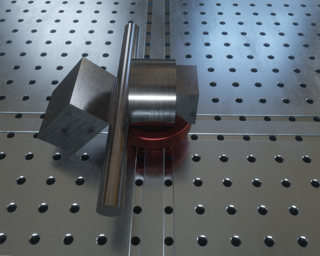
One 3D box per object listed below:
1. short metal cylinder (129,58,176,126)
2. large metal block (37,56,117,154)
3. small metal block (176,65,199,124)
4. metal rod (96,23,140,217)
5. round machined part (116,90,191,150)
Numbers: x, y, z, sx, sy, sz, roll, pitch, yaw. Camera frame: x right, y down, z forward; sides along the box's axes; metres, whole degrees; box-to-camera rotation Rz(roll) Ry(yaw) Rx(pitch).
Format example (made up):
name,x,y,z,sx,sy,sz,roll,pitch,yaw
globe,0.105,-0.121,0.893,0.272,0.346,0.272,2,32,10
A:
name,x,y,z,sx,sy,sz,roll,pitch,yaw
short metal cylinder,-0.008,-0.042,0.368,0.050,0.080,0.080,1,50,0
large metal block,-0.102,-0.027,0.386,0.050,0.080,0.080,30,42,-30
small metal block,0.030,-0.040,0.370,0.025,0.050,0.050,1,50,0
metal rod,-0.045,-0.037,0.384,0.025,0.025,0.300,1,50,0
round machined part,-0.008,-0.011,0.404,0.099,0.042,0.098,0,50,0
